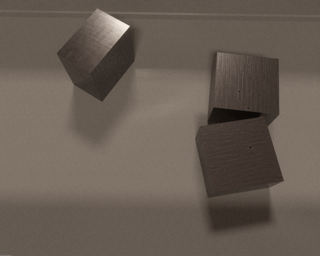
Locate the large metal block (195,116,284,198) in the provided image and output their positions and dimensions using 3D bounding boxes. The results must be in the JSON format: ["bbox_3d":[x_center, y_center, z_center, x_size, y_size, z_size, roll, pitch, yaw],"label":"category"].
[{"bbox_3d":[0.094,0.037,0.384,0.081,0.050,0.080,-9,70,-4],"label":"large metal block"}]

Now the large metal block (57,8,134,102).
[{"bbox_3d":[-0.080,-0.094,0.414,0.050,0.080,0.080,32,73,10],"label":"large metal block"}]

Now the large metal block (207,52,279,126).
[{"bbox_3d":[0.110,-0.050,0.416,0.080,0.050,0.080,7,70,2],"label":"large metal block"}]
